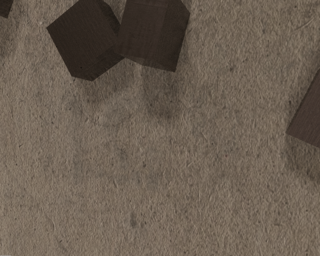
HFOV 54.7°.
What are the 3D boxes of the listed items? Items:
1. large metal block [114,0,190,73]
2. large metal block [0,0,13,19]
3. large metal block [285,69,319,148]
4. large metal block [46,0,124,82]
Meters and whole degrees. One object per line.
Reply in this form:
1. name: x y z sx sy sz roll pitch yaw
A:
1. large metal block: -0.006 -0.119 0.381 0.050 0.080 0.079 16 96 19
2. large metal block: -0.270 -0.226 0.473 0.050 0.080 0.080 26 98 18
3. large metal block: 0.192 -0.013 0.328 0.080 0.050 0.080 27 99 17
4. large metal block: -0.095 -0.123 0.428 0.080 0.050 0.080 -32 80 17
